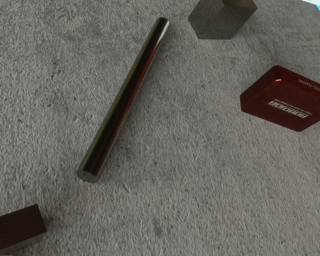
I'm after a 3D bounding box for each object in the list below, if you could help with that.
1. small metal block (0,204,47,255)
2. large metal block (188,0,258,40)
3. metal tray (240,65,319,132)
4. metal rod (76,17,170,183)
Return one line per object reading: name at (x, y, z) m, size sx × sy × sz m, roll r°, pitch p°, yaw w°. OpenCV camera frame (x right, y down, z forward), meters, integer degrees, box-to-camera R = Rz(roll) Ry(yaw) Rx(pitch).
small metal block at (-0.129, 0.091, 0.263) m, size 0.050 × 0.050 × 0.025 m, roll -15°, pitch 70°, yaw -34°
large metal block at (0.111, -0.206, 0.556) m, size 0.081 × 0.080 × 0.050 m, roll -10°, pitch 67°, yaw -33°
metal tray at (0.209, -0.043, 0.504) m, size 0.131 × 0.090 × 0.030 m, roll 18°, pitch 55°, yaw -19°
metal rod at (-0.037, -0.060, 0.421) m, size 0.025 × 0.025 × 0.300 m, roll 29°, pitch 52°, yaw -11°
